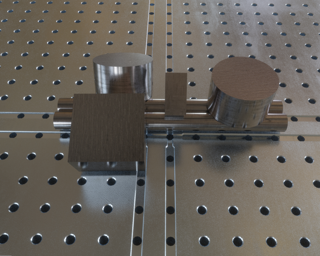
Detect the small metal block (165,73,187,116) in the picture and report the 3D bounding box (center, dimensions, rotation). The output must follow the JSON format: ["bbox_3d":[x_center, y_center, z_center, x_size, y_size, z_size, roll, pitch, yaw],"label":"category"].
[{"bbox_3d":[0.019,-0.043,0.386,0.025,0.050,0.050,1,8,0],"label":"small metal block"}]

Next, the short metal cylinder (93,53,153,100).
[{"bbox_3d":[-0.050,-0.070,0.427,0.081,0.050,0.080,1,26,0],"label":"short metal cylinder"}]

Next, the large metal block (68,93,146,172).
[{"bbox_3d":[-0.057,0.006,0.363,0.081,0.050,0.080,0,70,-1],"label":"large metal block"}]

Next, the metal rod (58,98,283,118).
[{"bbox_3d":[0.014,-0.028,0.427,0.302,0.025,0.025,1,50,0],"label":"metal rod"}]

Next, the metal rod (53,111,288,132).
[{"bbox_3d":[0.014,-0.009,0.411,0.302,0.025,0.025,1,50,0],"label":"metal rod"}]

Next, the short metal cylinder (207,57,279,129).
[{"bbox_3d":[0.103,-0.046,0.394,0.081,0.050,0.080,0,50,0],"label":"short metal cylinder"}]
